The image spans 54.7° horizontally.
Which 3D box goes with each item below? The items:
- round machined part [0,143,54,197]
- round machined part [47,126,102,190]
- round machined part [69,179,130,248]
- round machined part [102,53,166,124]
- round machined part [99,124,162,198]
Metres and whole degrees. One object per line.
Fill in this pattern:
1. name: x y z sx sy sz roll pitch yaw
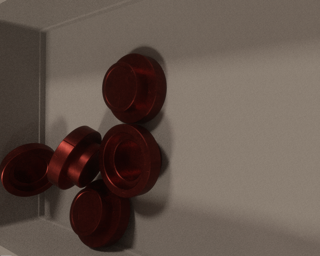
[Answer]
1. round machined part: -0.230 0.069 0.547 0.042 0.099 0.097 36 113 44
2. round machined part: -0.115 0.049 0.457 0.042 0.098 0.097 28 109 12
3. round machined part: -0.095 0.124 0.455 0.098 0.042 0.098 -13 66 34
4. round machined part: -0.042 -0.054 0.429 0.098 0.042 0.097 0 90 39
5. round machined part: -0.036 0.043 0.423 0.098 0.042 0.097 0 90 39
